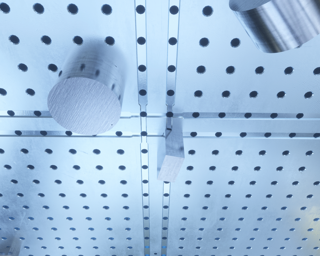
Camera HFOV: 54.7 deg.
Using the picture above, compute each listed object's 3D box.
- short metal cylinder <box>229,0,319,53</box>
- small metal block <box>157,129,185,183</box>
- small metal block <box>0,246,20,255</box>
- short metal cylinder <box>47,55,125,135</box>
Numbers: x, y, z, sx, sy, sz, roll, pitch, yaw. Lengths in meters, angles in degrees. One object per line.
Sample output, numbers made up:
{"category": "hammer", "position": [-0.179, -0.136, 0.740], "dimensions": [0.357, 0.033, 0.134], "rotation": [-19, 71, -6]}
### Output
{"category": "short metal cylinder", "position": [0.111, -0.115, 0.279], "dimensions": [0.080, 0.080, 0.050], "rotation": [-32, 123, 24]}
{"category": "small metal block", "position": [0.014, 0.039, 0.428], "dimensions": [0.025, 0.050, 0.050], "rotation": [10, 129, -9]}
{"category": "small metal block", "position": [-0.319, 0.274, 0.625], "dimensions": [0.050, 0.050, 0.025], "rotation": [-22, 127, 17]}
{"category": "short metal cylinder", "position": [-0.084, -0.038, 0.362], "dimensions": [0.081, 0.050, 0.079], "rotation": [0, 130, 0]}
